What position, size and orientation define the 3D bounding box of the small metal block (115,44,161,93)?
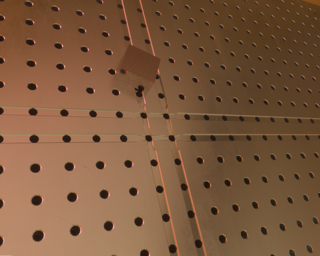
[{"bbox_3d":[-0.031,-0.085,0.443,0.050,0.025,0.050,23,53,-14],"label":"small metal block"}]
